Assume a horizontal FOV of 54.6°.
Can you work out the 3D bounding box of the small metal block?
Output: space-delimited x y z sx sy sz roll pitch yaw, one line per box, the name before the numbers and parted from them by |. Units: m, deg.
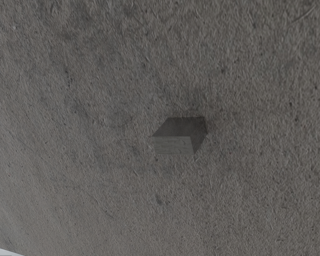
small metal block | 0.025 0.009 0.383 0.050 0.050 0.025 -1 118 29
